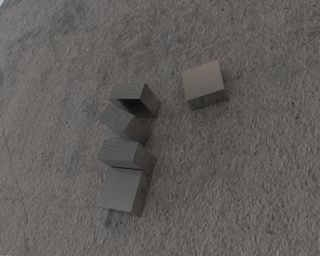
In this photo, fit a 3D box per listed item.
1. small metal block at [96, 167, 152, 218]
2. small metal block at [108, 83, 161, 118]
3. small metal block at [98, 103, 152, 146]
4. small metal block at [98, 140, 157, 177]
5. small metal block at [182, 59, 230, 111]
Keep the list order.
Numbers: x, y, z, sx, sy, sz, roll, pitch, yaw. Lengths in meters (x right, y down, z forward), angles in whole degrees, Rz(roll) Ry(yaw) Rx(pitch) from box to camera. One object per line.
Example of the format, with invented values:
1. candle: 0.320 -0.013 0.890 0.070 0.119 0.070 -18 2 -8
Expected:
1. small metal block: -0.044 0.078 0.379 0.050 0.025 0.050 2 62 29
2. small metal block: -0.034 -0.037 0.429 0.050 0.050 0.025 3 63 29
3. small metal block: -0.046 -0.002 0.413 0.050 0.050 0.025 26 76 37
4. small metal block: -0.039 0.038 0.385 0.050 0.050 0.025 2 63 29
5. small metal block: 0.059 -0.056 0.407 0.050 0.025 0.050 -17 55 18
